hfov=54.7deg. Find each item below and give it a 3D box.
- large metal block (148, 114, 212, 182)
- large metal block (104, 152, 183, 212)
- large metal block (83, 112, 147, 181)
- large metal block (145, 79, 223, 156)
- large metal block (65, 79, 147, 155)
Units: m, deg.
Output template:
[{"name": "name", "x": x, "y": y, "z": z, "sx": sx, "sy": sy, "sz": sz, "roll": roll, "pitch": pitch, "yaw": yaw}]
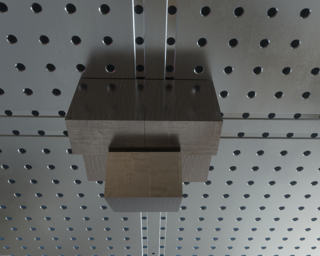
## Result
[{"name": "large metal block", "x": 0.024, "y": 0.027, "z": 0.416, "sx": 0.081, "sy": 0.050, "sz": 0.079, "roll": 1, "pitch": 130, "yaw": -1}, {"name": "large metal block", "x": -0.017, "y": 0.066, "z": 0.363, "sx": 0.081, "sy": 0.050, "sz": 0.080, "roll": 0, "pitch": 154, "yaw": -1}, {"name": "large metal block", "x": -0.057, "y": 0.026, "z": 0.414, "sx": 0.081, "sy": 0.050, "sz": 0.079, "roll": 1, "pitch": 130, "yaw": -1}, {"name": "large metal block", "x": 0.024, "y": -0.014, "z": 0.363, "sx": 0.081, "sy": 0.080, "sz": 0.050, "roll": 1, "pitch": 130, "yaw": -1}, {"name": "large metal block", "x": -0.057, "y": -0.015, "z": 0.361, "sx": 0.081, "sy": 0.080, "sz": 0.050, "roll": 1, "pitch": 130, "yaw": -1}]
